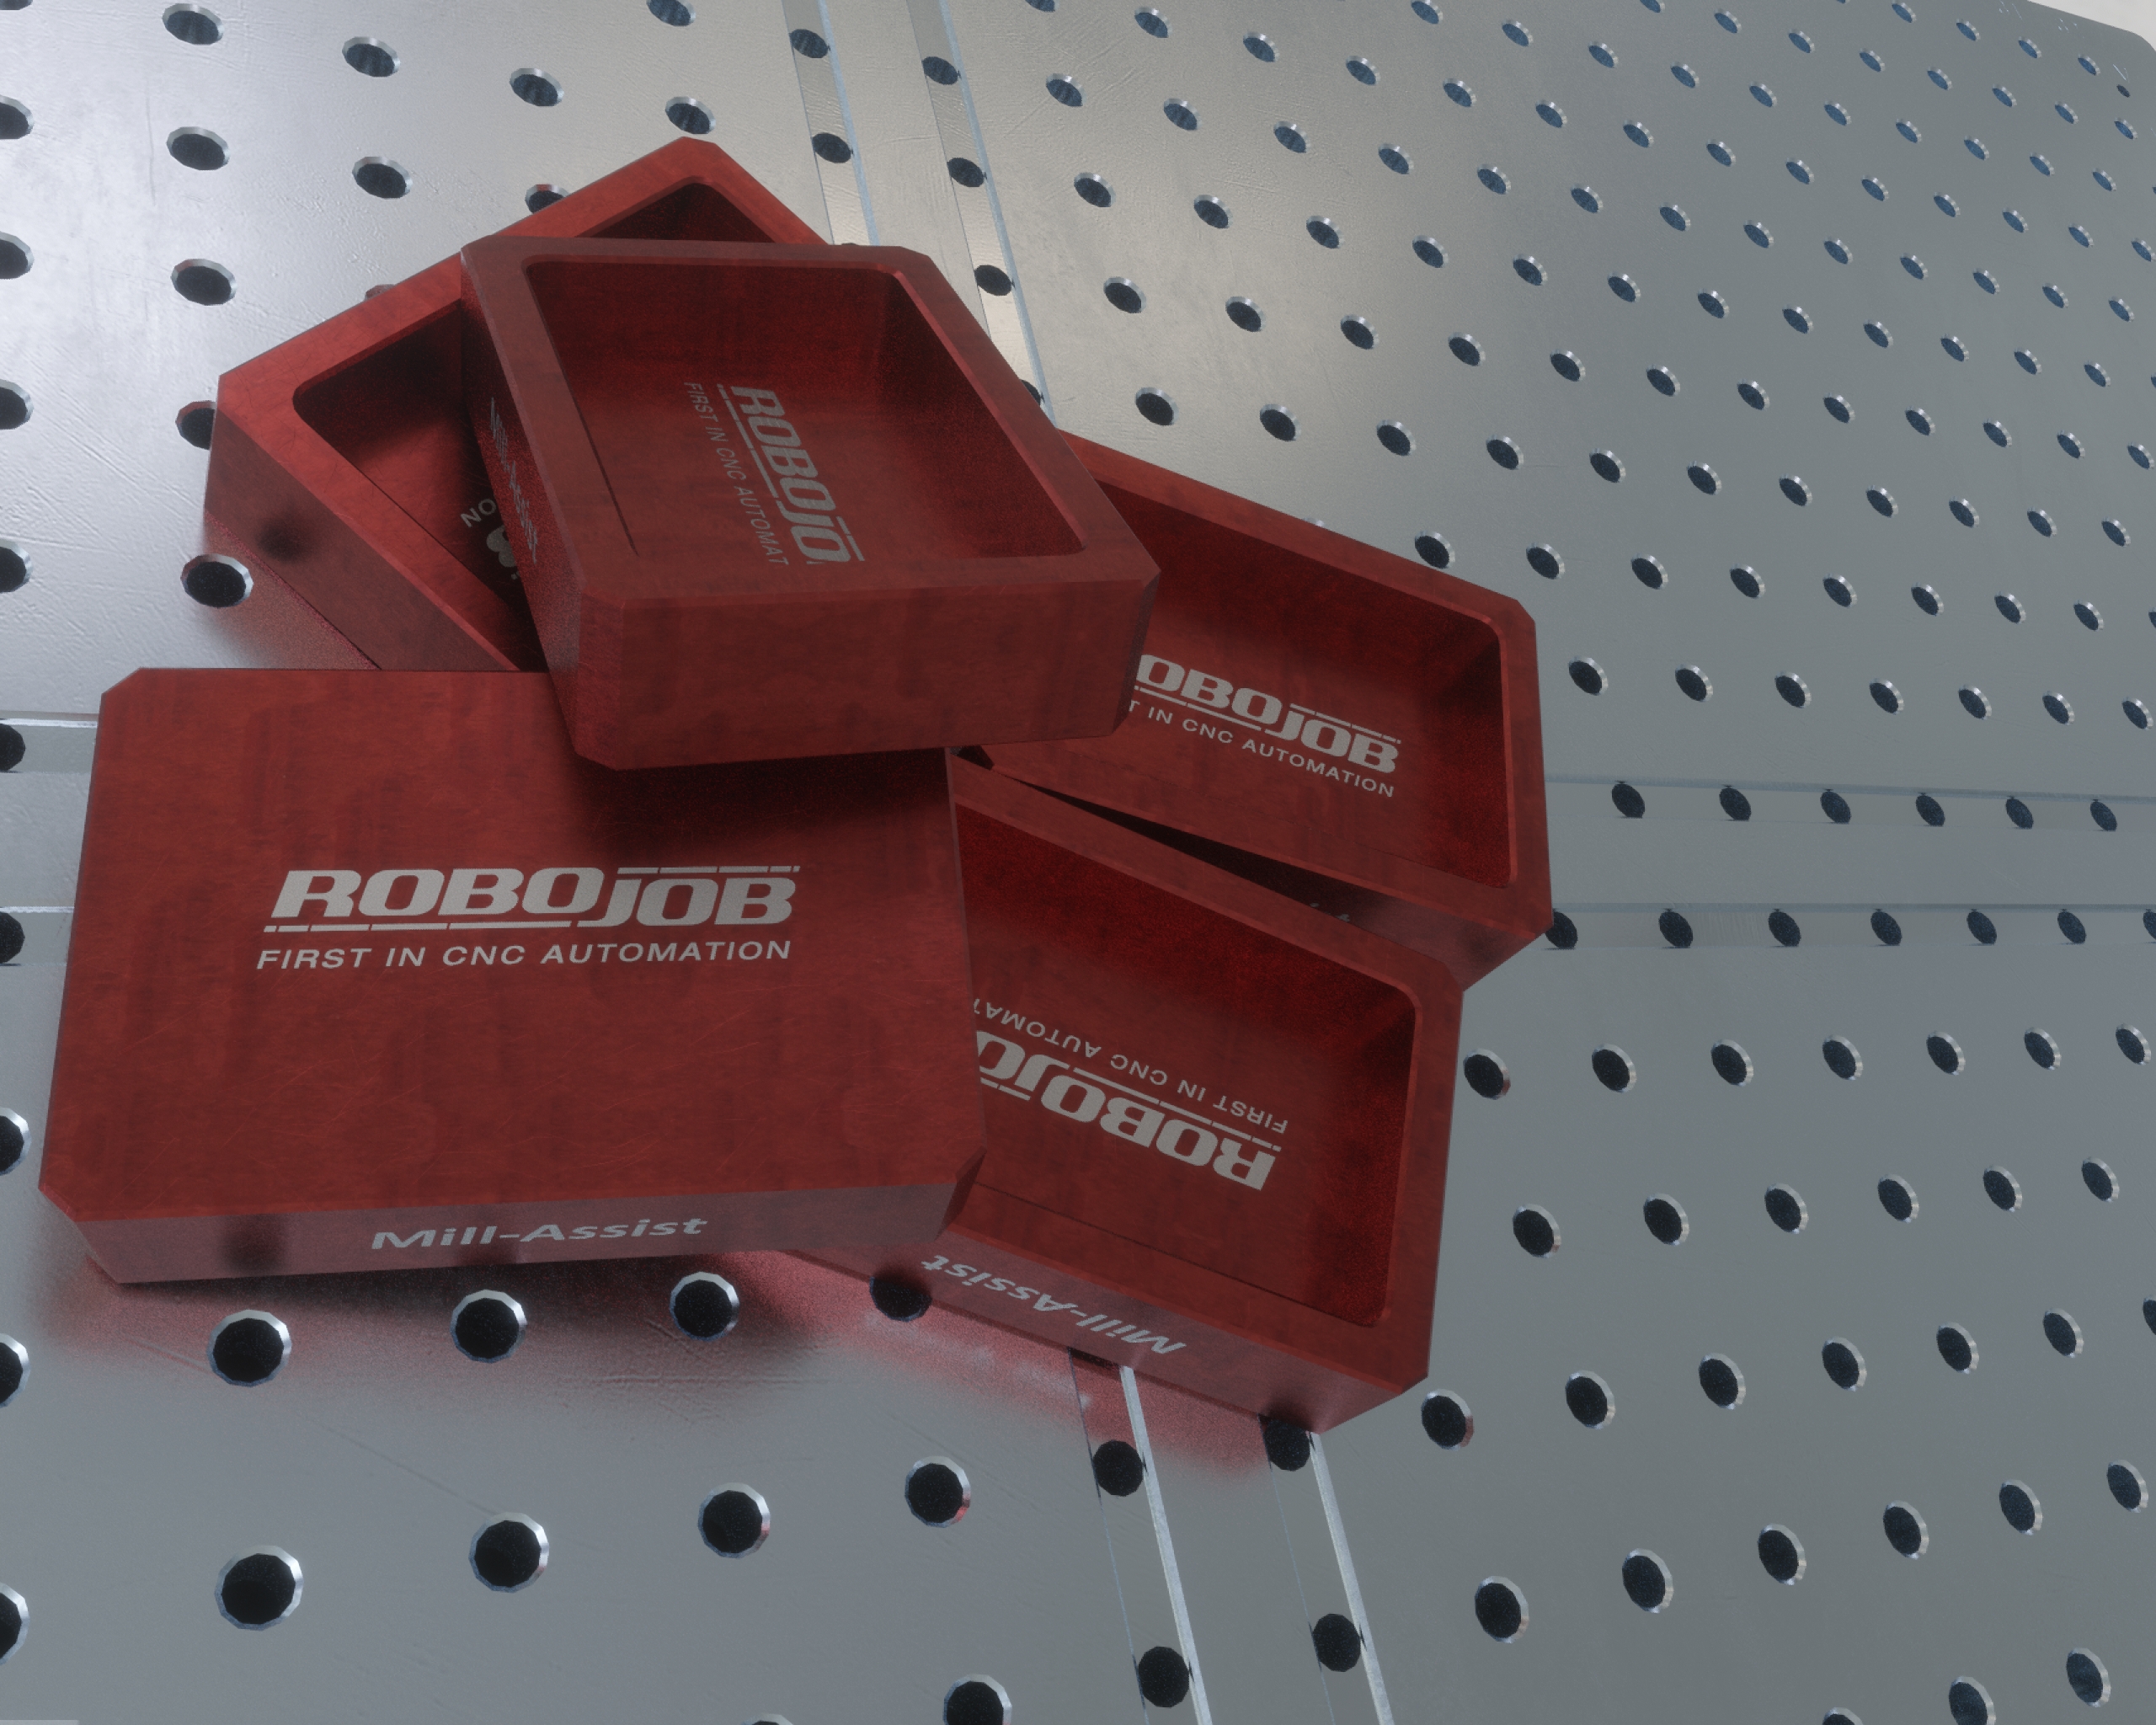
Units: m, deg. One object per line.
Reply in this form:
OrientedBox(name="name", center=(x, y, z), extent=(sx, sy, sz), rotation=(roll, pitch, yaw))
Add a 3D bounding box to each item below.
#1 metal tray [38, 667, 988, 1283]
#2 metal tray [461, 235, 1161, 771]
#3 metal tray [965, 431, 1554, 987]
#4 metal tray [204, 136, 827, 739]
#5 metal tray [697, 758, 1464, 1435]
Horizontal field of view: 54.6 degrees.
OrientedBox(name="metal tray", center=(-0.084, 0.015, 0.328), extent=(0.131, 0.030, 0.090), rotation=(-1, 62, -13))
OrientedBox(name="metal tray", center=(-0.052, -0.068, 0.363), extent=(0.091, 0.030, 0.130), rotation=(-5, 40, -22))
OrientedBox(name="metal tray", center=(0.036, -0.032, 0.441), extent=(0.131, 0.030, 0.090), rotation=(17, 56, -19))
OrientedBox(name="metal tray", center=(-0.087, -0.081, 0.406), extent=(0.090, 0.030, 0.131), rotation=(42, 51, 2))
OrientedBox(name="metal tray", center=(0.004, 0.040, 0.381), extent=(0.131, 0.030, 0.090), rotation=(23, 54, -14))
